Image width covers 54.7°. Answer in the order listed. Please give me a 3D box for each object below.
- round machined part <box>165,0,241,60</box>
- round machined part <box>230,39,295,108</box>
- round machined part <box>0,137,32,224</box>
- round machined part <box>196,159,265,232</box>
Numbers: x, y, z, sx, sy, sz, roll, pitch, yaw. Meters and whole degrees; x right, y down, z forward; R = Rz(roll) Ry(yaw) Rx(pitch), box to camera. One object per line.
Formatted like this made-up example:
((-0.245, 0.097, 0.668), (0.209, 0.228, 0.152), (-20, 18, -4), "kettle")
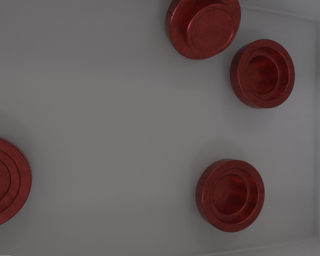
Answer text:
((0.059, -0.131, 0.396), (0.099, 0.042, 0.097), (-11, 132, -12), "round machined part")
((0.144, -0.077, 0.454), (0.099, 0.042, 0.097), (0, 90, -20), "round machined part")
((-0.190, 0.055, 0.332), (0.099, 0.042, 0.097), (0, 90, -20), "round machined part")
((0.094, 0.092, 0.436), (0.099, 0.042, 0.097), (0, 90, -20), "round machined part")
